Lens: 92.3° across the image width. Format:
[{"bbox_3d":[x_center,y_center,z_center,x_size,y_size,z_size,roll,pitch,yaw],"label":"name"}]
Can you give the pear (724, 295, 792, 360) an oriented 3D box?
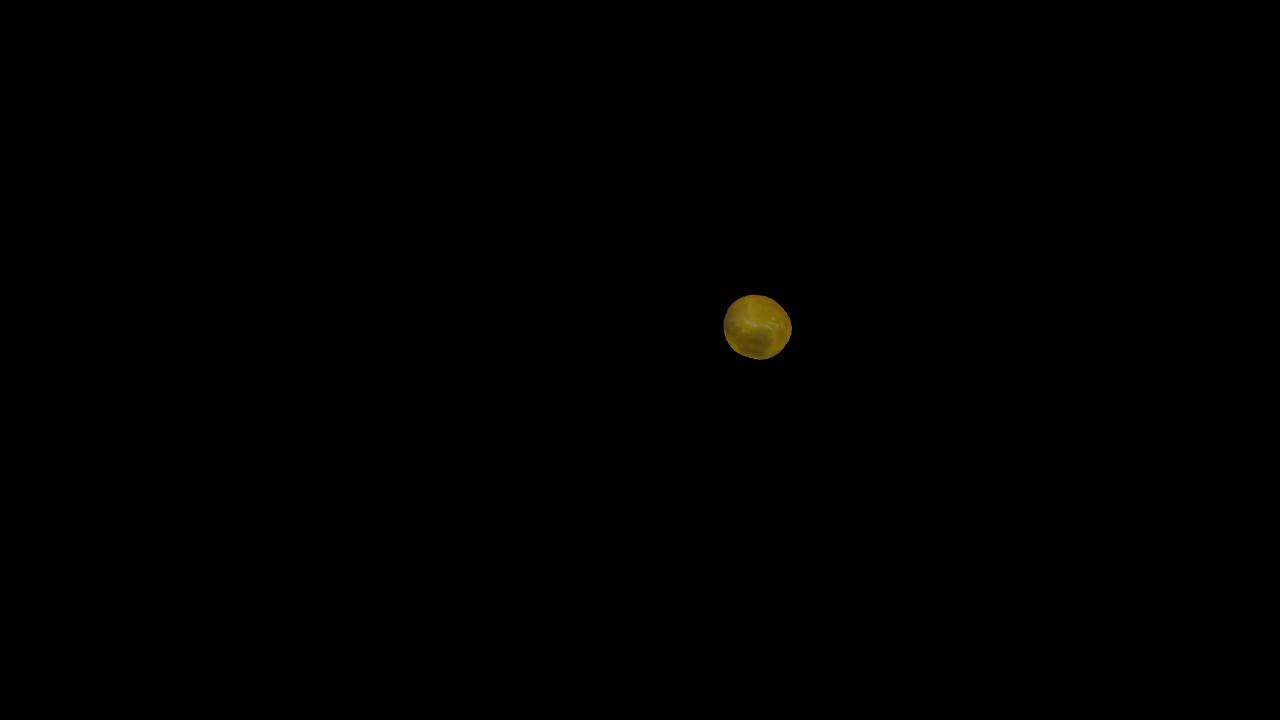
[{"bbox_3d":[0.141,-0.054,0.744,0.080,0.080,0.111,0,39,8],"label":"pear"}]
